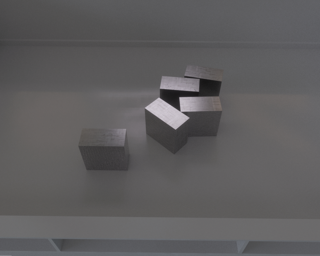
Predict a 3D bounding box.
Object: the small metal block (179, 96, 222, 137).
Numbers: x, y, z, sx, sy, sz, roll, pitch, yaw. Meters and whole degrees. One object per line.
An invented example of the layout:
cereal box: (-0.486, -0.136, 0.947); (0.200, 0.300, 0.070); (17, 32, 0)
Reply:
small metal block: (0.050, -0.014, 0.401); (0.050, 0.050, 0.025); (-2, 50, -1)

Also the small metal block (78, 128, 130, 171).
small metal block: (-0.064, 0.026, 0.366); (0.050, 0.050, 0.025); (1, 50, 0)

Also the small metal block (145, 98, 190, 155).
small metal block: (0.008, -0.002, 0.391); (0.050, 0.050, 0.025); (36, 59, 26)

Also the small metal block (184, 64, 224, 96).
small metal block: (0.060, -0.059, 0.439); (0.050, 0.050, 0.025); (10, 51, 8)

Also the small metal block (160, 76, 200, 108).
small metal block: (0.026, -0.042, 0.424); (0.050, 0.050, 0.025); (5, 50, 4)
